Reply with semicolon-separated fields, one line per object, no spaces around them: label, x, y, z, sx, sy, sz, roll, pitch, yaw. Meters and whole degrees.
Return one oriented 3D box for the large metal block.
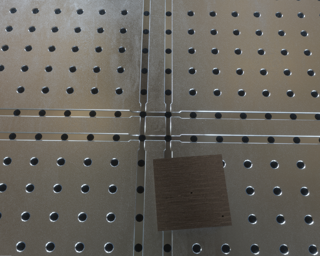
large metal block;0.035;0.079;0.370;0.081;0.050;0.080;-4;70;-2
